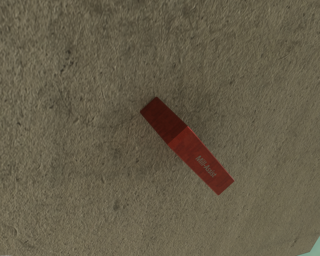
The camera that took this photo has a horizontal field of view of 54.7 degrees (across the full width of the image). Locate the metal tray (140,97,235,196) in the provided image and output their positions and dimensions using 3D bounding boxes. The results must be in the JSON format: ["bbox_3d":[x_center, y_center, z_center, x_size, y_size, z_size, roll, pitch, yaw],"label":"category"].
[{"bbox_3d":[0.036,0.025,0.403,0.030,0.090,0.130,-43,130,1],"label":"metal tray"}]
